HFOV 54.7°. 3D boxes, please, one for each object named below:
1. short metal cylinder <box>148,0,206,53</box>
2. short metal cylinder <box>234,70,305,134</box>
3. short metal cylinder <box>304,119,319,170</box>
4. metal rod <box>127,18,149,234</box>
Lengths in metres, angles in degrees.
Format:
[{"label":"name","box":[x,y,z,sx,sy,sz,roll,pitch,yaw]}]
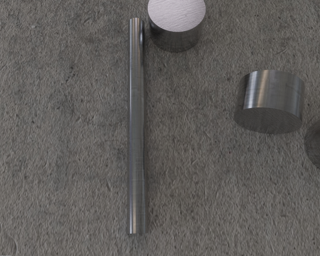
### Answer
[{"label":"short metal cylinder","box":[0.023,-0.158,0.453,0.081,0.050,0.080,0,70,0]},{"label":"short metal cylinder","box":[0.138,-0.030,0.391,0.080,0.080,0.050,12,71,4]},{"label":"short metal cylinder","box":[0.233,0.017,0.391,0.081,0.050,0.080,0,70,0]},{"label":"metal rod","box":[-0.031,-0.017,0.414,0.025,0.025,0.299,-2,70,-1]}]
